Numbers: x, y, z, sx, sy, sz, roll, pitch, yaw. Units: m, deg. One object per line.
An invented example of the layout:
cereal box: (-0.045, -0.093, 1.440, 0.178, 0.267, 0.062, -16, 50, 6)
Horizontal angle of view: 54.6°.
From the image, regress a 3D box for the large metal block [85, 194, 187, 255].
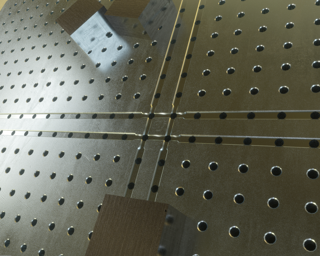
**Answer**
large metal block: (-0.026, 0.122, 0.332, 0.080, 0.050, 0.080, 2, 62, 29)

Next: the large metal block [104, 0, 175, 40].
large metal block: (-0.035, -0.204, 0.537, 0.080, 0.050, 0.080, 20, 73, 35)

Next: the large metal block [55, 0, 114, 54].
large metal block: (-0.140, -0.199, 0.590, 0.080, 0.050, 0.080, -43, 51, -1)
